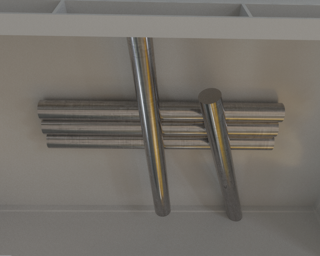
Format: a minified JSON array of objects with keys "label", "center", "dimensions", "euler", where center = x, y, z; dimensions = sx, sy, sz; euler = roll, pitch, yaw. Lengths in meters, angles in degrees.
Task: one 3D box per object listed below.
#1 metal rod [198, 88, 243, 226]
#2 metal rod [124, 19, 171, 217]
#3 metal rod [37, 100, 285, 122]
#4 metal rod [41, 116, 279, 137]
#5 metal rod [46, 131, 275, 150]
[{"label":"metal rod","center":[0.093,0.063,0.436],"dimensions":[0.025,0.025,0.299],"euler":[-12,136,10]},{"label":"metal rod","center":[-0.008,0.015,0.387],"dimensions":[0.025,0.025,0.298],"euler":[-4,130,3]},{"label":"metal rod","center":[0.003,-0.021,0.389],"dimensions":[0.302,0.025,0.025],"euler":[1,130,-1]},{"label":"metal rod","center":[0.001,-0.002,0.405],"dimensions":[0.302,0.025,0.025],"euler":[1,130,-1]},{"label":"metal rod","center":[0.002,0.017,0.422],"dimensions":[0.302,0.025,0.025],"euler":[1,130,-1]}]
